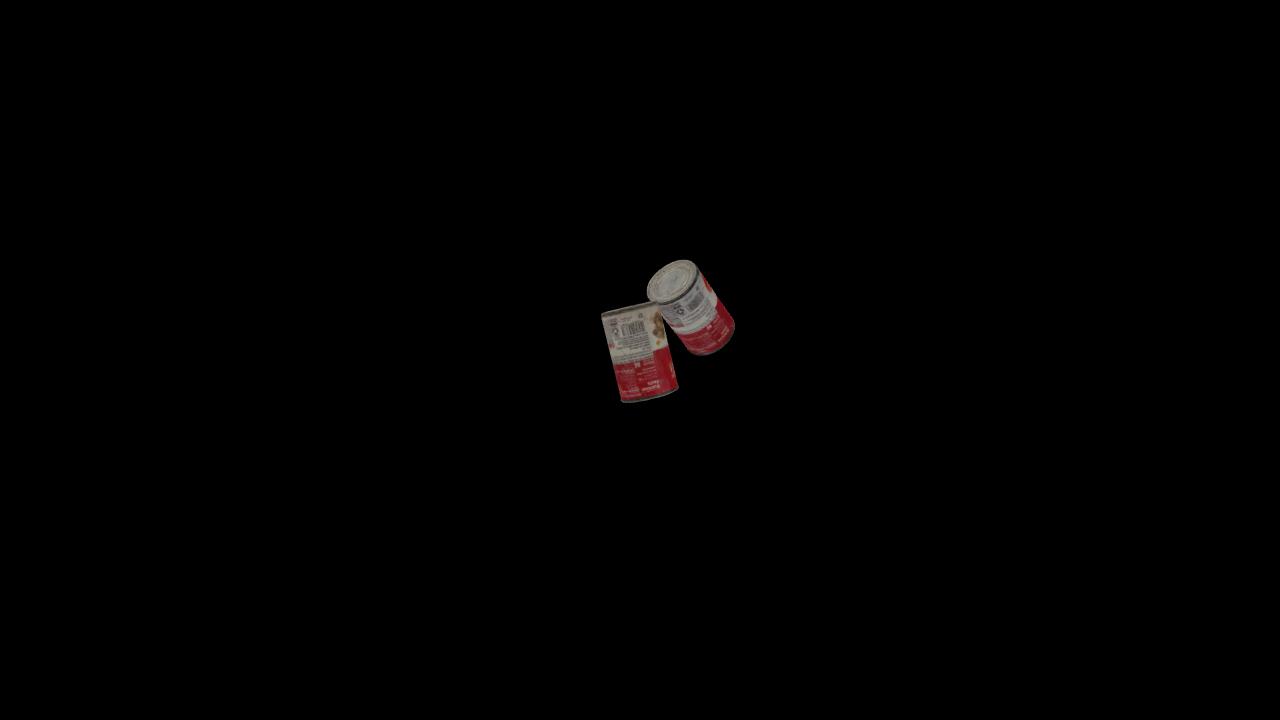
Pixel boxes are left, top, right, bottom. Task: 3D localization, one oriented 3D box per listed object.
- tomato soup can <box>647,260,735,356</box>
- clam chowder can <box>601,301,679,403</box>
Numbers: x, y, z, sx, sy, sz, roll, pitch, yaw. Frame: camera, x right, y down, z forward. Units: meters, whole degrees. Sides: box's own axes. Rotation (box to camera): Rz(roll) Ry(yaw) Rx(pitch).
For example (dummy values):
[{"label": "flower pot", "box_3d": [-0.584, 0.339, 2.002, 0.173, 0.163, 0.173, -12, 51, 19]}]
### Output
[{"label": "tomato soup can", "box_3d": [0.060, -0.061, 0.722, 0.068, 0.068, 0.101, 0, -35, 39]}, {"label": "clam chowder can", "box_3d": [-0.001, -0.010, 0.686, 0.068, 0.102, 0.068, -14, 6, 2]}]
